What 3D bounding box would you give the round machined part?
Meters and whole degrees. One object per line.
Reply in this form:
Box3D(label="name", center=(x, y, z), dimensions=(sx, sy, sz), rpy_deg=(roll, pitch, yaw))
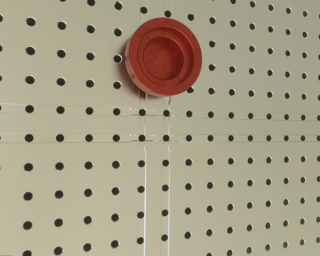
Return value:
Box3D(label="round machined part", center=(0.002, -0.089, 0.405), dimensions=(0.099, 0.042, 0.097), rpy_deg=(0, 90, -21))
